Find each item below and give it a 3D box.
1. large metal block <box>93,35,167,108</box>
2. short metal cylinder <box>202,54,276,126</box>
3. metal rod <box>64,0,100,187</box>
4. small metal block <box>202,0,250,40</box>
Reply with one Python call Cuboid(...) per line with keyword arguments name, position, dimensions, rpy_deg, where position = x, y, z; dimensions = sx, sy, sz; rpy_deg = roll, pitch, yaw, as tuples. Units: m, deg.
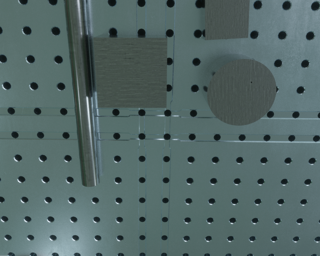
Cuboid(name="large metal block", position=(-0.033, -0.070, 0.374), dimensions=(0.081, 0.050, 0.079), rpy_deg=(0, 110, -1))
Cuboid(name="short metal cylinder", position=(0.095, -0.049, 0.384), dimensions=(0.081, 0.050, 0.079), rpy_deg=(0, 110, -1))
Cuboid(name="metal rod", position=(-0.098, -0.062, 0.388), dimensions=(0.025, 0.025, 0.298), rpy_deg=(0, 110, -1))
Cuboid(name="small metal block", position=(0.077, -0.132, 0.366), dimensions=(0.050, 0.025, 0.050), rpy_deg=(-3, 110, 0))
